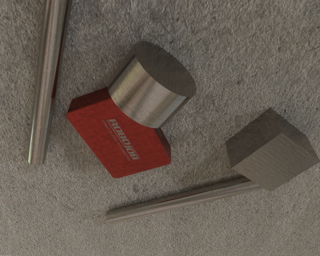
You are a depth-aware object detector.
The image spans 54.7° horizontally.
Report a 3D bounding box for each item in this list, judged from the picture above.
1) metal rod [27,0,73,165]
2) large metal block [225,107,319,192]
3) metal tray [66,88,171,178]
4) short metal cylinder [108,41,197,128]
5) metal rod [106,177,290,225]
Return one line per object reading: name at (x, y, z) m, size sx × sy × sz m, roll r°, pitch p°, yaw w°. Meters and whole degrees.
metal rod at (-0.126, -0.064, 0.350) m, size 0.025 × 0.025 × 0.298 m, roll 15°, pitch 129°, yaw -13°
large metal block at (0.150, 0.032, 0.420) m, size 0.080 × 0.050 × 0.080 m, roll 31°, pitch 123°, yaw -24°
metal tray at (-0.049, 0.007, 0.409) m, size 0.090 × 0.030 × 0.130 m, roll -17°, pitch 129°, yaw 14°
short metal cylinder at (-0.008, -0.046, 0.332) m, size 0.080 × 0.080 × 0.050 m, roll 29°, pitch 124°, yaw -23°
metal rod at (0.053, 0.113, 0.504) m, size 0.301 × 0.025 × 0.025 m, roll -17°, pitch 128°, yaw 13°
